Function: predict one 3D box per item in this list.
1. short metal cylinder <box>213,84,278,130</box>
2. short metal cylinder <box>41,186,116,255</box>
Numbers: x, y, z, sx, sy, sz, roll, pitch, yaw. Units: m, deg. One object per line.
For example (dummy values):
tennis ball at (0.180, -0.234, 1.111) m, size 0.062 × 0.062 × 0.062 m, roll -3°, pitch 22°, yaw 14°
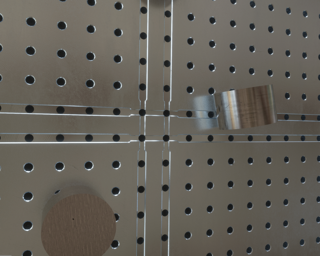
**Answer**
short metal cylinder at (0.117, -0.029, 0.428) m, size 0.081 × 0.080 × 0.050 m, roll -10°, pitch 94°, yaw -20°
short metal cylinder at (-0.097, 0.112, 0.364) m, size 0.081 × 0.050 × 0.079 m, roll 0°, pitch 90°, yaw -21°
